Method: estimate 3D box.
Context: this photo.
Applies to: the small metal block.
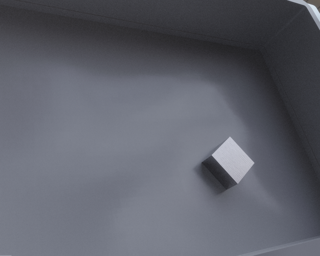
[{"bbox_3d":[0.095,0.048,0.429,0.050,0.025,0.050,48,51,5],"label":"small metal block"}]
